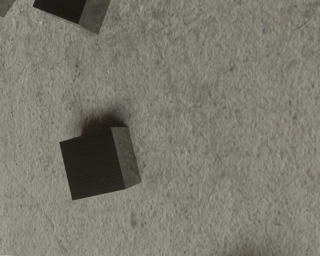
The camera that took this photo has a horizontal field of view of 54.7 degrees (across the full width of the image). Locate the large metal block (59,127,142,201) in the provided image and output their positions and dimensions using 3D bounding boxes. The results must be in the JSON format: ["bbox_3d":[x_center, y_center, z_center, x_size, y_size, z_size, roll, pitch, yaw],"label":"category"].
[{"bbox_3d":[-0.080,0.047,0.423,0.080,0.050,0.080,-16,85,19],"label":"large metal block"}]

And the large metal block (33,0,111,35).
[{"bbox_3d":[-0.118,-0.189,0.436,0.080,0.050,0.080,25,98,18],"label":"large metal block"}]

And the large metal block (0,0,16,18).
[{"bbox_3d":[-0.261,-0.228,0.470,0.080,0.080,0.050,-46,76,14],"label":"large metal block"}]
